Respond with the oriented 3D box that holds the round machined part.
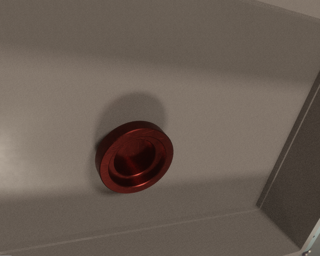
[{"bbox_3d":[-0.036,0.033,0.400,0.099,0.042,0.097,-14,125,-21],"label":"round machined part"}]
